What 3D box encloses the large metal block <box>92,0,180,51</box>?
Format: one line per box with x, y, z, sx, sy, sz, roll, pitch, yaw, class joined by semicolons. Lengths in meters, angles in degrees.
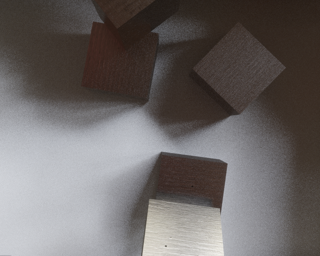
-0.025;-0.138;0.334;0.080;0.080;0.050;-37;90;-1;large metal block

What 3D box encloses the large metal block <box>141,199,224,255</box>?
0.022;0.130;0.334;0.081;0.080;0.050;8;130;-2;large metal block

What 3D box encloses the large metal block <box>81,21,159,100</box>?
-0.048;-0.083;0.398;0.080;0.050;0.080;10;90;-1;large metal block

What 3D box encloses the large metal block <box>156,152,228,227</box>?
0.037;0.077;0.400;0.081;0.050;0.080;8;90;-1;large metal block

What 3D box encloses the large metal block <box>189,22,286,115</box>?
0.096;-0.073;0.400;0.080;0.050;0.080;44;90;-1;large metal block
